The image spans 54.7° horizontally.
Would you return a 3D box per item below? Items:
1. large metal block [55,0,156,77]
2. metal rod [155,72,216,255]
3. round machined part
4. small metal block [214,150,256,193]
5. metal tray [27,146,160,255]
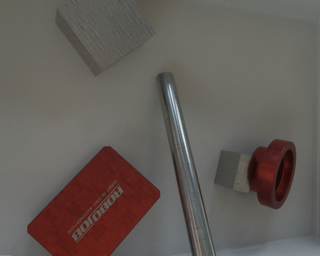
[{"bbox_3d":[-0.066,-0.121,0.373,0.080,0.050,0.080,-39,103,-16],"label":"large metal block"},{"bbox_3d":[0.033,0.066,0.356,0.025,0.025,0.299,-2,65,-20],"label":"metal rod"},{"bbox_3d":[0.159,0.063,0.447,0.099,0.042,0.097,-18,113,-48],"label":"round machined part"},{"bbox_3d":[0.105,0.060,0.438,0.025,0.050,0.050,15,85,-20],"label":"small metal block"},{"bbox_3d":[-0.075,0.097,0.368,0.090,0.030,0.130,42,76,1],"label":"metal tray"}]
